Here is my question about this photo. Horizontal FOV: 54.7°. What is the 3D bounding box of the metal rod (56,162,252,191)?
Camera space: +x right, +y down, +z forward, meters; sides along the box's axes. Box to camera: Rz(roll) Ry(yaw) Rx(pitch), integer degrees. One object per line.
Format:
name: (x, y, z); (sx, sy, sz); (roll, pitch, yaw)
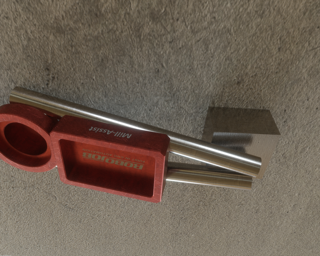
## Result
metal rod: (-0.035, 0.052, 0.410); (0.301, 0.025, 0.025); (5, 131, 11)

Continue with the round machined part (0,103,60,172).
round machined part: (-0.166, 0.008, 0.395); (0.099, 0.042, 0.097); (6, 130, 8)

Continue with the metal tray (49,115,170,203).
metal tray: (-0.057, 0.039, 0.370); (0.131, 0.030, 0.089); (10, 131, 7)

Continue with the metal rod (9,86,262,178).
metal rod: (-0.030, 0.004, 0.369); (0.302, 0.025, 0.025); (16, 129, 2)

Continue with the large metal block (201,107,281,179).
large metal block: (0.100, 0.020, 0.409); (0.081, 0.050, 0.079); (3, 130, -3)
